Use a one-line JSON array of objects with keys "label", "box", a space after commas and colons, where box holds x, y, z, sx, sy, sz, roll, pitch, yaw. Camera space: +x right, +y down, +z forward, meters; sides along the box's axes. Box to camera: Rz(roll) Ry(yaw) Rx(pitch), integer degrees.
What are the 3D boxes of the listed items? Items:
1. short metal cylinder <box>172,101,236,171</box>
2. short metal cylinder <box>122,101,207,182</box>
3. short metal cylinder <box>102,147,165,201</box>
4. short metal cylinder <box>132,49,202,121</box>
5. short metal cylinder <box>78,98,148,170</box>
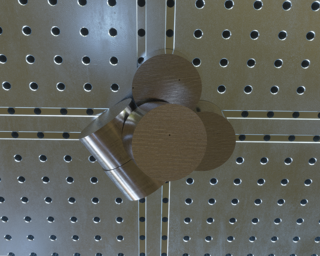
[{"label": "short metal cylinder", "box": [0.053, 0.009, 0.403, 0.081, 0.050, 0.079, 0, 110, -1]}, {"label": "short metal cylinder", "box": [0.003, 0.012, 0.336, 0.081, 0.050, 0.079, -3, 98, -18]}, {"label": "short metal cylinder", "box": [-0.027, 0.047, 0.401, 0.080, 0.080, 0.050, -32, 107, 11]}, {"label": "short metal cylinder", "box": [0.008, -0.054, 0.379, 0.081, 0.050, 0.079, 0, 110, -1]}, {"label": "short metal cylinder", "box": [-0.053, 0.007, 0.386, 0.080, 0.080, 0.050, -32, 107, 11]}]
